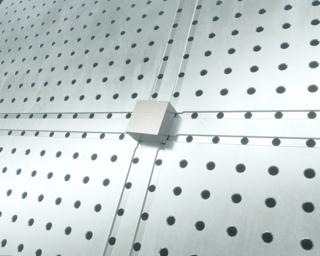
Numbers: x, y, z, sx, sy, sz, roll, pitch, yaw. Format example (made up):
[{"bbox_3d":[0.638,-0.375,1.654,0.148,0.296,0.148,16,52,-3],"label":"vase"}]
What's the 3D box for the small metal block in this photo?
[{"bbox_3d":[-0.012,-0.010,0.419,0.050,0.025,0.050,5,64,30],"label":"small metal block"}]
